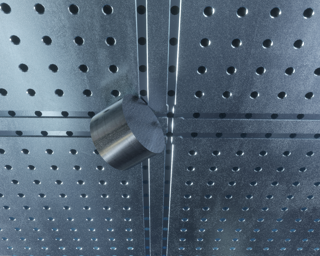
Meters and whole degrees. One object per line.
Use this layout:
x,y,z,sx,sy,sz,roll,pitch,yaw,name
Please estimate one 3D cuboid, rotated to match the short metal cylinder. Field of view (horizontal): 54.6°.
-0.038,0.005,0.380,0.050,0.080,0.080,-30,124,23,short metal cylinder
